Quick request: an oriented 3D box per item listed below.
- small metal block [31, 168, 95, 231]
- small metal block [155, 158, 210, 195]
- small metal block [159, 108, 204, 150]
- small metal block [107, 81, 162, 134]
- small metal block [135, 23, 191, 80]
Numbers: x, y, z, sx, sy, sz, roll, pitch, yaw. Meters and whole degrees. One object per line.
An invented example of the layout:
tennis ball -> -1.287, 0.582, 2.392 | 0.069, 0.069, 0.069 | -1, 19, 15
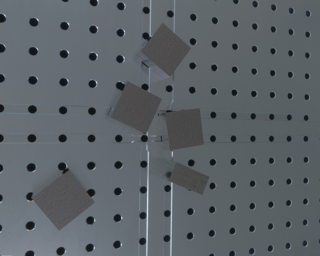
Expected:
small metal block -> -0.115, 0.084, 0.370 | 0.050, 0.025, 0.050 | -38, 102, -16
small metal block -> 0.028, 0.063, 0.410 | 0.050, 0.050, 0.025 | 25, 82, -18
small metal block -> 0.029, 0.001, 0.423 | 0.050, 0.025, 0.050 | -8, 93, -20
small metal block -> -0.033, -0.025, 0.400 | 0.050, 0.025, 0.050 | 26, 81, -18
small metal block -> 0.004, -0.101, 0.414 | 0.050, 0.025, 0.050 | 38, 78, -16
